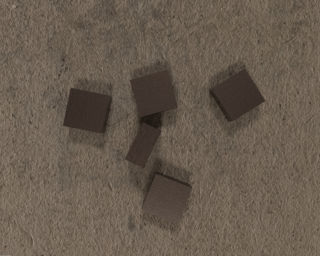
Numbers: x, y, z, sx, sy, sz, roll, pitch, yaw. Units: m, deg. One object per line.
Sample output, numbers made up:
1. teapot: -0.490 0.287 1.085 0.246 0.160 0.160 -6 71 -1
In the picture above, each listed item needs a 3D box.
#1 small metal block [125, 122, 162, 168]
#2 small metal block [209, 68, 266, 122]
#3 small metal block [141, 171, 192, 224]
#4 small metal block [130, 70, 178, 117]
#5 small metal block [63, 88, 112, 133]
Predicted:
1. small metal block: -0.020 0.020 0.397 0.025 0.050 0.050 26 90 0
2. small metal block: 0.102 -0.043 0.411 0.050 0.025 0.050 -32 90 -1
3. small metal block: 0.009 0.091 0.410 0.050 0.025 0.050 22 90 -1
4. small metal block: -0.008 -0.045 0.410 0.050 0.025 0.050 -16 90 -1
5. small metal block: -0.095 -0.022 0.409 0.050 0.025 0.050 11 90 -1
